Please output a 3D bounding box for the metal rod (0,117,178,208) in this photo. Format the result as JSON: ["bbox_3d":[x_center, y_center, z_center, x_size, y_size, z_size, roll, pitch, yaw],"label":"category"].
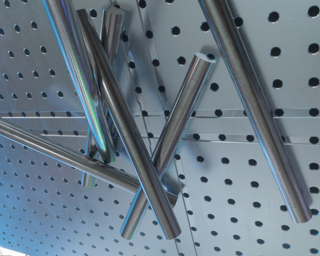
[{"bbox_3d":[-0.115,0.053,0.471,0.301,0.025,0.025,24,128,0],"label":"metal rod"}]

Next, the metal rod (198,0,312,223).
[{"bbox_3d":[0.109,-0.017,0.343,0.025,0.025,0.299,-16,110,34],"label":"metal rod"}]

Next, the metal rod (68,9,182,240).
[{"bbox_3d":[-0.039,0.004,0.383,0.025,0.025,0.299,-15,103,34],"label":"metal rod"}]

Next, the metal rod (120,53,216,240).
[{"bbox_3d":[0.000,0.043,0.411,0.025,0.025,0.298,28,120,10],"label":"metal rod"}]

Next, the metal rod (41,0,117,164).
[{"bbox_3d":[-0.085,-0.042,0.363,0.025,0.025,0.299,20,148,16],"label":"metal rod"}]

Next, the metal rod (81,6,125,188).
[{"bbox_3d":[-0.088,-0.021,0.445,0.025,0.025,0.298,26,128,12],"label":"metal rod"}]
